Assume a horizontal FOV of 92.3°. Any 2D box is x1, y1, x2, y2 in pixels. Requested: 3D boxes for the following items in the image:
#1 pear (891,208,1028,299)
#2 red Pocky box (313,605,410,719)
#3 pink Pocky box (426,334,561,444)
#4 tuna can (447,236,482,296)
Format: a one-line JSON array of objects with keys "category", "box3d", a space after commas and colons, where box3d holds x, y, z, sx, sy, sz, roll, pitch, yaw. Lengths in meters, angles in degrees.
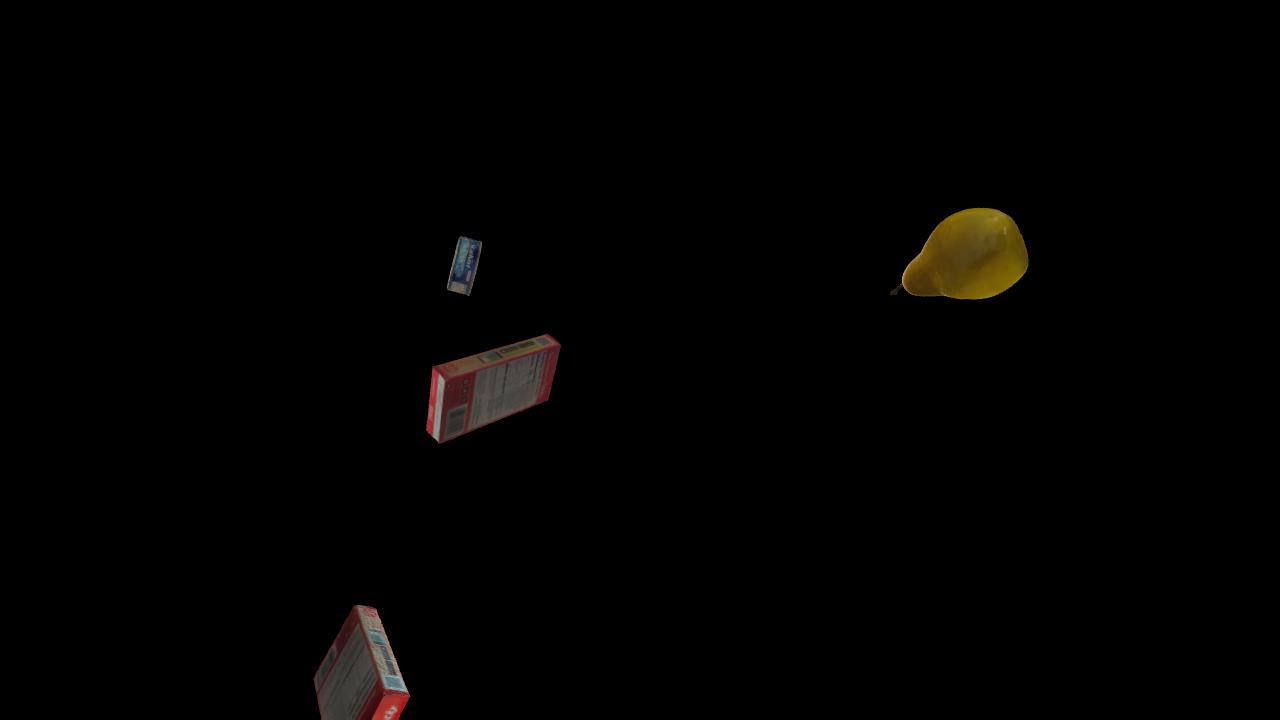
[{"category": "pear", "box3d": [0.254, -0.079, 0.511, 0.111, 0.080, 0.080, -22, -14, 40]}, {"category": "red Pocky box", "box3d": [-0.259, 0.301, 0.565, 0.028, 0.083, 0.155, 34, -10, -33]}, {"category": "pink Pocky box", "box3d": [-0.157, 0.028, 0.674, 0.029, 0.084, 0.155, 35, 35, 27]}, {"category": "tuna can", "box3d": [-0.261, -0.140, 0.913, 0.034, 0.084, 0.084, 14, -5, -20]}]
